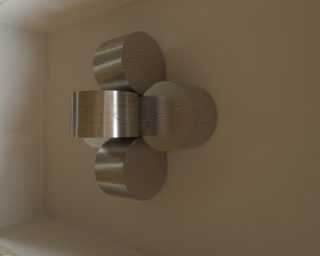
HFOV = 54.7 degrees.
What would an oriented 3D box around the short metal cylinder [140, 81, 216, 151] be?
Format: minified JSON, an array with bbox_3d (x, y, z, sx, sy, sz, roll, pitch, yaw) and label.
[{"bbox_3d":[0.020,-0.014,0.372,0.080,0.050,0.080,0,90,40],"label":"short metal cylinder"}]

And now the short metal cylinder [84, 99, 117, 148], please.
[{"bbox_3d":[-0.073,-0.013,0.449,0.080,0.050,0.080,0,90,40],"label":"short metal cylinder"}]

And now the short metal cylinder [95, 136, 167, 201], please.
[{"bbox_3d":[-0.036,0.050,0.398,0.050,0.081,0.080,-2,89,39],"label":"short metal cylinder"}]

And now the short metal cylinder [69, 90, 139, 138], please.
[{"bbox_3d":[-0.065,-0.014,0.365,0.080,0.081,0.050,-1,89,40],"label":"short metal cylinder"}]

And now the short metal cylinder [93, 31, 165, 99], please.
[{"bbox_3d":[-0.038,-0.079,0.400,0.050,0.081,0.080,-2,89,39],"label":"short metal cylinder"}]
